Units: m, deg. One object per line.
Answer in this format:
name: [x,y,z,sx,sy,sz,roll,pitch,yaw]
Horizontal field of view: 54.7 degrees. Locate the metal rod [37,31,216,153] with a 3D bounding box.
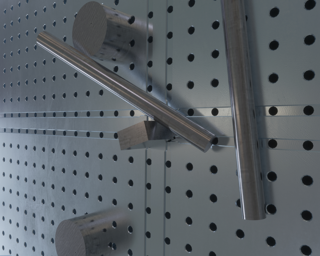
metal rod: [-0.059,-0.058,0.415,0.300,0.025,0.025,33,111,21]

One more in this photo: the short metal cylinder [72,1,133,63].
short metal cylinder: [-0.086,-0.141,0.464,0.080,0.050,0.079,0,90,40]

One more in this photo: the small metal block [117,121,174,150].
small metal block: [-0.019,0.010,0.409,0.050,0.050,0.025,-21,77,38]

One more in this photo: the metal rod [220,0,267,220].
metal rod: [0.087,-0.054,0.337,0.025,0.025,0.298,-8,85,39]

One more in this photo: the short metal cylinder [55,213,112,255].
short metal cylinder: [-0.123,0.181,0.494,0.080,0.050,0.079,0,90,40]
